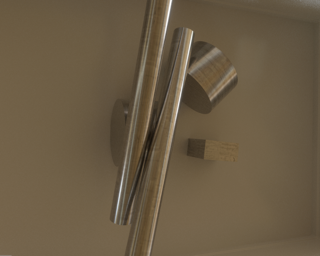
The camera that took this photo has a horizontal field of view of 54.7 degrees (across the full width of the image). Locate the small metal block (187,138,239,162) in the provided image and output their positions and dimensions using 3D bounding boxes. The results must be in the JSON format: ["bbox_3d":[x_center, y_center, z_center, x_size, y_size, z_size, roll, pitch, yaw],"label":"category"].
[{"bbox_3d":[0.072,0.030,0.425,0.050,0.050,0.025,7,88,-20],"label":"small metal block"}]

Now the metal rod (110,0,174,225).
[{"bbox_3d":[-0.014,-0.048,0.308,0.025,0.025,0.298,8,98,-20],"label":"metal rod"}]

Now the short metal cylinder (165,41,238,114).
[{"bbox_3d":[0.052,-0.064,0.402,0.050,0.080,0.080,-44,104,-15],"label":"short metal cylinder"}]

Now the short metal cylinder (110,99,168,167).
[{"bbox_3d":[-0.027,0.006,0.372,0.050,0.080,0.079,2,90,-20],"label":"short metal cylinder"}]

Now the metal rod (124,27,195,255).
[{"bbox_3d":[-0.002,0.032,0.319,0.025,0.025,0.299,18,74,-20],"label":"metal rod"}]
